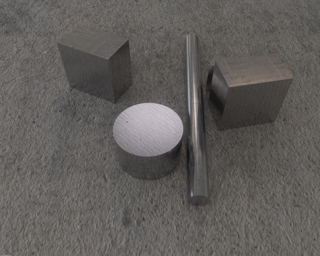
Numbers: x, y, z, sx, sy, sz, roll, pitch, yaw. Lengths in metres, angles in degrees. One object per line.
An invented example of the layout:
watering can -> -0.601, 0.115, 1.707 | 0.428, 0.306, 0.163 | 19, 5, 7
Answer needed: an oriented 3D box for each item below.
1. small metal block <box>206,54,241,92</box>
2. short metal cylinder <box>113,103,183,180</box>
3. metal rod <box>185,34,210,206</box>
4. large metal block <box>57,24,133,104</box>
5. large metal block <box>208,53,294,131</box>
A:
small metal block -> 0.097, -0.073, 0.449 | 0.050, 0.050, 0.025 | 19, 53, 15
short metal cylinder -> -0.014, 0.016, 0.374 | 0.081, 0.050, 0.080 | 0, 50, 0
metal rod -> 0.048, -0.036, 0.433 | 0.025, 0.025, 0.300 | 2, 50, 1
large metal block -> -0.089, -0.091, 0.443 | 0.080, 0.080, 0.050 | 21, 53, 17
large metal block -> 0.114, -0.046, 0.407 | 0.081, 0.080, 0.050 | -9, 51, -8
